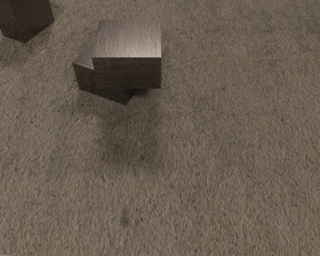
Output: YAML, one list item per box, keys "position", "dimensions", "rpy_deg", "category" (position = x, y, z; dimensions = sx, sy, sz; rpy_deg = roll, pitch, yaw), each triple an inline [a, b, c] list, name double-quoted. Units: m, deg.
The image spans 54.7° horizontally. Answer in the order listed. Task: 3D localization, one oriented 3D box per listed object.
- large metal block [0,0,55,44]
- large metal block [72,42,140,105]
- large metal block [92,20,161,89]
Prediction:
- position: [-0.240, -0.209, 0.540]
  dimensions: [0.050, 0.080, 0.080]
  rpy_deg: [22, 53, 17]
  category: "large metal block"
- position: [-0.068, -0.089, 0.461]
  dimensions: [0.080, 0.050, 0.080]
  rpy_deg: [20, 53, 15]
  category: "large metal block"
- position: [-0.039, -0.097, 0.403]
  dimensions: [0.081, 0.050, 0.080]
  rpy_deg: [0, 50, -1]
  category: "large metal block"
